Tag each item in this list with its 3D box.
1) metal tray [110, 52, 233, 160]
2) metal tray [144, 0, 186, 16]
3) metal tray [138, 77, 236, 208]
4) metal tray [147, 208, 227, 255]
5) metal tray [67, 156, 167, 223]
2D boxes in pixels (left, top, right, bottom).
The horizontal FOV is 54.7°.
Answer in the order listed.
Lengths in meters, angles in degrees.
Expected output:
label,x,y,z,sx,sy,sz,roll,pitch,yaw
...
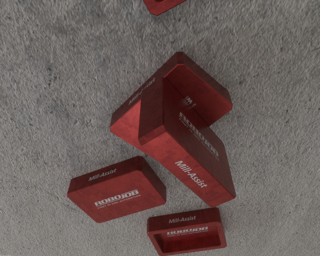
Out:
label,x,y,z,sx,sy,sz,roll,pitch,yaw
metal tray,0.012,-0.020,0.387,0.090,0.030,0.130,35,122,-26
metal tray,0.002,-0.173,0.256,0.090,0.030,0.130,-23,127,18
metal tray,0.031,0.017,0.338,0.030,0.090,0.130,-31,124,23
metal tray,0.050,0.192,0.567,0.131,0.030,0.090,-12,129,9
metal tray,-0.066,0.100,0.489,0.130,0.030,0.090,-21,128,16
